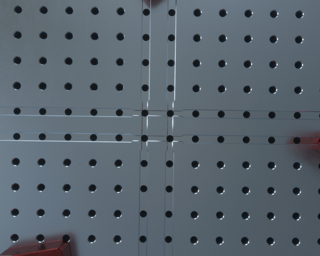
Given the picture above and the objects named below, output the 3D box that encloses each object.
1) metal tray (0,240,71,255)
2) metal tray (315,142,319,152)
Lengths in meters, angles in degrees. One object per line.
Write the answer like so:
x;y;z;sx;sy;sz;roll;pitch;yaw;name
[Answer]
-0.159;0.223;0.409;0.090;0.030;0.129;-9;90;0;metal tray
0.272;0.054;0.381;0.130;0.090;0.030;33;95;0;metal tray
